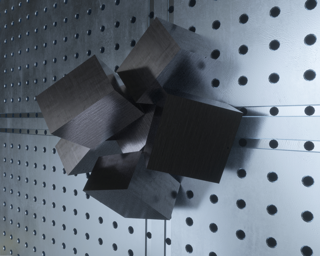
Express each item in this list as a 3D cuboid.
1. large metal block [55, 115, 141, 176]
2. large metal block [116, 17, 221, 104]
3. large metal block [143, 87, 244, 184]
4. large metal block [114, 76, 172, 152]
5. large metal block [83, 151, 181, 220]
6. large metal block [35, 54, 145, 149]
[{"bbox_3d":[-0.089,0.021,0.447,0.080,0.081,0.050,-46,63,30],"label":"large metal block"},{"bbox_3d":[0.010,-0.073,0.366,0.080,0.081,0.050,-47,63,30],"label":"large metal block"},{"bbox_3d":[0.032,0.007,0.338,0.050,0.080,0.080,-115,39,-73],"label":"large metal block"},{"bbox_3d":[-0.020,-0.012,0.413,0.080,0.050,0.080,-47,62,30],"label":"large metal block"},{"bbox_3d":[-0.035,0.075,0.394,0.080,0.080,0.050,-11,47,39],"label":"large metal block"},{"bbox_3d":[-0.077,-0.025,0.356,0.080,0.080,0.050,-34,67,8],"label":"large metal block"}]
